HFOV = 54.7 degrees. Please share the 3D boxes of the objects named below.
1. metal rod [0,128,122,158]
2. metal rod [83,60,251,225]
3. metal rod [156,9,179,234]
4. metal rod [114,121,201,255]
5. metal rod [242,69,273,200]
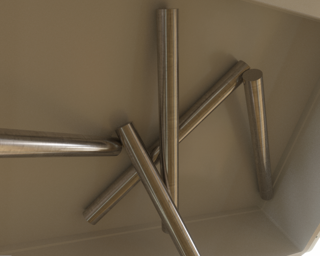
[{"bbox_3d":[-0.128,0.013,0.261,0.025,0.025,0.301,-57,155,12],"label":"metal rod"},{"bbox_3d":[0.009,0.021,0.426,0.300,0.025,0.025,-44,129,2],"label":"metal rod"},{"bbox_3d":[0.011,0.009,0.392,0.025,0.025,0.298,-11,115,-22],"label":"metal rod"},{"bbox_3d":[0.020,0.129,0.408,0.025,0.025,0.299,-28,99,-11],"label":"metal rod"},{"bbox_3d":[0.163,0.031,0.499,0.025,0.025,0.299,-32,134,-8],"label":"metal rod"}]
